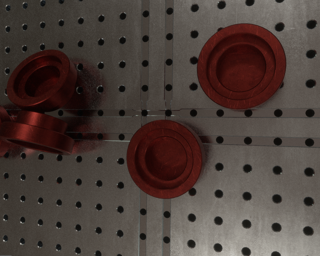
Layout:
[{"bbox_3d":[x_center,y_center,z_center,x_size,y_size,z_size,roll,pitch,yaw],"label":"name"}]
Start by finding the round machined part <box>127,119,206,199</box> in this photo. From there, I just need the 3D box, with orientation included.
[{"bbox_3d":[0.010,0.038,0.399,0.098,0.042,0.097,0,90,19],"label":"round machined part"}]

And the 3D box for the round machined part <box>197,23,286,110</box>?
[{"bbox_3d":[0.097,-0.069,0.369,0.098,0.042,0.097,0,90,19],"label":"round machined part"}]

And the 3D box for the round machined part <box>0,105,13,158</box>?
[{"bbox_3d":[-0.275,0.006,0.498,0.098,0.042,0.097,0,90,19],"label":"round machined part"}]

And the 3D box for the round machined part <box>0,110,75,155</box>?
[{"bbox_3d":[-0.169,0.006,0.434,0.098,0.098,0.042,6,75,19],"label":"round machined part"}]

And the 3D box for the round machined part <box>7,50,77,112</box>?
[{"bbox_3d":[-0.164,-0.062,0.446,0.098,0.042,0.098,-8,59,14],"label":"round machined part"}]
